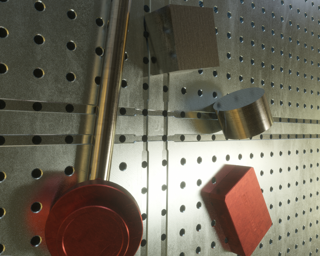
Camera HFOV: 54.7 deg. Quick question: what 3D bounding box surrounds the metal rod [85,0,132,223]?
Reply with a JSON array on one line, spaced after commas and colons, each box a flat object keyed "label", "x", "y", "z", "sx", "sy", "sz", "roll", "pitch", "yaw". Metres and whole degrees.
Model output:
[{"label": "metal rod", "x": -0.059, "y": -0.040, "z": 0.360, "sx": 0.025, "sy": 0.025, "sz": 0.298, "roll": 11, "pitch": 83, "yaw": -40}]

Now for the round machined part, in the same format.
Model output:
[{"label": "round machined part", "x": -0.066, "y": 0.105, "z": 0.315, "sx": 0.099, "sy": 0.042, "sz": 0.097, "roll": -1, "pitch": 95, "yaw": -8}]

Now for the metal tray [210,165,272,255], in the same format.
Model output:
[{"label": "metal tray", "x": 0.142, "y": 0.141, "z": 0.528, "sx": 0.091, "sy": 0.030, "sz": 0.129, "roll": -37, "pitch": 113, "yaw": -34}]

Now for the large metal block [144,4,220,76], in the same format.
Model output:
[{"label": "large metal block", "x": 0.031, "y": -0.118, "z": 0.421, "sx": 0.081, "sy": 0.050, "sz": 0.079, "roll": -14, "pitch": 99, "yaw": -39}]

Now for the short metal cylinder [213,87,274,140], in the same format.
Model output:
[{"label": "short metal cylinder", "x": 0.130, "y": -0.024, "z": 0.485, "sx": 0.080, "sy": 0.080, "sz": 0.050, "roll": -37, "pitch": 113, "yaw": -34}]
